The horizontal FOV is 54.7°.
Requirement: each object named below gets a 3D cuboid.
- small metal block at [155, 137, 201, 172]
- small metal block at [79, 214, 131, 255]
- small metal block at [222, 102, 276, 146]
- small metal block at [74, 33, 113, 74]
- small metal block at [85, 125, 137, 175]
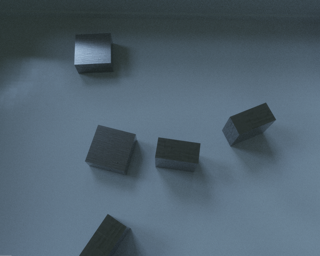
[{"bbox_3d":[0.021,0.034,0.384,0.050,0.050,0.025,8,70,2],"label":"small metal block"},{"bbox_3d":[-0.060,0.127,0.349,0.025,0.050,0.050,31,73,10],"label":"small metal block"},{"bbox_3d":[0.113,-0.003,0.399,0.050,0.050,0.025,-21,72,-8],"label":"small metal block"},{"bbox_3d":[-0.095,-0.108,0.448,0.050,0.025,0.050,-3,70,-2],"label":"small metal block"},{"bbox_3d":[-0.062,0.029,0.398,0.050,0.025,0.050,14,71,4],"label":"small metal block"}]
